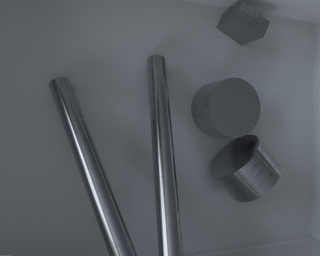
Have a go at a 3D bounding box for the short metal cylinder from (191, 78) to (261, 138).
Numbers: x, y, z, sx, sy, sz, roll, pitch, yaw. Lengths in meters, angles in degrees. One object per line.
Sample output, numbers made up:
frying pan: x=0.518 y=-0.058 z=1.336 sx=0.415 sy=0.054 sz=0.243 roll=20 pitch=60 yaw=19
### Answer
short metal cylinder: x=0.091 y=-0.027 z=0.432 sx=0.081 sy=0.050 sz=0.079 roll=0 pitch=90 yaw=-20

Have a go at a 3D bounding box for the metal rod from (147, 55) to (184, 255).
metal rod: x=0.005 y=0.046 z=0.350 sx=0.025 sy=0.025 sz=0.299 roll=5 pitch=64 yaw=-20

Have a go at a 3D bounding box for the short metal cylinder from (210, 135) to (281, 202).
short metal cylinder: x=0.116 y=0.055 z=0.426 sx=0.080 sy=0.080 sz=0.050 roll=-46 pitch=105 yaw=-14

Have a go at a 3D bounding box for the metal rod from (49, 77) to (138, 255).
metal rod: x=-0.059 y=0.075 z=0.320 sx=0.025 sy=0.025 sz=0.299 roll=-18 pitch=70 yaw=-19

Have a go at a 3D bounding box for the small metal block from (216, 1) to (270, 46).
small metal block: x=0.118 y=-0.147 z=0.442 sx=0.050 sy=0.050 sz=0.025 roll=28 pitch=81 yaw=-18
